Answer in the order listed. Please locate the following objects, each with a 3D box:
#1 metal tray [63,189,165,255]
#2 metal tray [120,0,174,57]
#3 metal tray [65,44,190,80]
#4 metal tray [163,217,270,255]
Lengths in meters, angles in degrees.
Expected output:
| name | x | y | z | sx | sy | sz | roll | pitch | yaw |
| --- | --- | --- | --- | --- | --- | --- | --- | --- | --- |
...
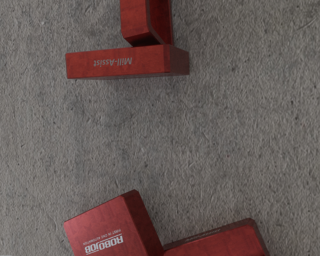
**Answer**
| name | x | y | z | sx | sy | sz | roll | pitch | yaw |
| --- | --- | --- | --- | --- | --- | --- | --- | --- | --- |
| metal tray | -0.066 | 0.146 | 0.411 | 0.130 | 0.030 | 0.090 | -31 | 79 | 32 |
| metal tray | -0.014 | -0.152 | 0.367 | 0.030 | 0.090 | 0.129 | -8 | 77 | 20 |
| metal tray | -0.037 | -0.079 | 0.385 | 0.130 | 0.090 | 0.030 | 0 | 97 | 20 |
| metal tray | 0.070 | 0.175 | 0.381 | 0.130 | 0.030 | 0.090 | -25 | 82 | 18 |
